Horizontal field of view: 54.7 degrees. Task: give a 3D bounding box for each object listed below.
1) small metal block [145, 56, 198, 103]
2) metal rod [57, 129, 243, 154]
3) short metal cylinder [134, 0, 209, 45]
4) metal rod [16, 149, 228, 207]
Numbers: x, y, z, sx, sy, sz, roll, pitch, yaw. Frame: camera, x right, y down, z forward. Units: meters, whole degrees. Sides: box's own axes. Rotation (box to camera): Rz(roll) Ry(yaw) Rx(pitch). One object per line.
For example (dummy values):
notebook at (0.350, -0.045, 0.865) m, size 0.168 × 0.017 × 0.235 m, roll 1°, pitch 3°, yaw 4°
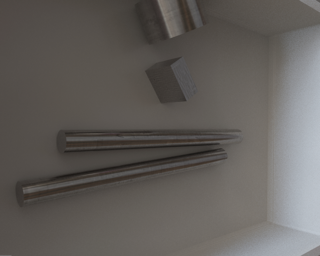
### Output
small metal block at (0.015, -0.061, 0.405) m, size 0.025 × 0.050 × 0.050 m, roll -41°, pitch 115°, yaw -32°
metal rod at (0.013, 0.014, 0.419) m, size 0.302 × 0.025 × 0.025 m, roll 0°, pitch 90°, yaw -40°
short metal cylinder at (0.015, -0.142, 0.385) m, size 0.081 × 0.080 × 0.050 m, roll -33°, pitch 111°, yaw -35°
metal rod at (-0.018, 0.054, 0.392) m, size 0.302 × 0.025 × 0.025 m, roll -5°, pitch 93°, yaw -40°
